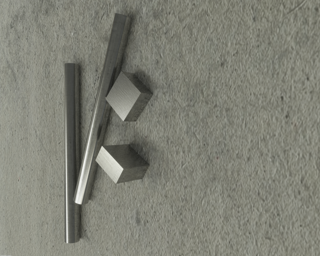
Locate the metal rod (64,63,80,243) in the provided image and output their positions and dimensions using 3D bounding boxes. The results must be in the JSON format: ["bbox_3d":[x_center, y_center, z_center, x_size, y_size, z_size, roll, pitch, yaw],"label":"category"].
[{"bbox_3d":[-0.149,0.041,0.524,0.025,0.025,0.298,0,90,39],"label":"metal rod"}]

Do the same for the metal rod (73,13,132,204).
[{"bbox_3d":[-0.091,-0.021,0.477,0.025,0.025,0.298,25,105,37],"label":"metal rod"}]

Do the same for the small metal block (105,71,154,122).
[{"bbox_3d":[-0.044,-0.044,0.439,0.050,0.025,0.050,49,119,28],"label":"small metal block"}]

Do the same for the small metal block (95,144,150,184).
[{"bbox_3d":[-0.052,0.048,0.429,0.050,0.050,0.025,41,115,32],"label":"small metal block"}]
